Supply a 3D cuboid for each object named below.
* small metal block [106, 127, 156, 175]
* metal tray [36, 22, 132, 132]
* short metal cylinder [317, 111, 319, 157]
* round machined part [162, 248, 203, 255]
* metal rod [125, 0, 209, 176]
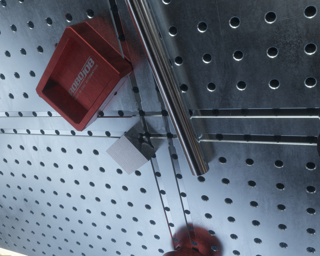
[{"bbox_3d":[-0.043,0.034,0.453,0.050,0.025,0.050,47,129,-5],"label":"small metal block"},{"bbox_3d":[-0.108,-0.065,0.422,0.090,0.030,0.129,43,129,-3],"label":"metal tray"},{"bbox_3d":[0.195,0.005,0.295,0.080,0.050,0.079,13,124,20],"label":"short metal cylinder"},{"bbox_3d":[0.047,0.243,0.525,0.098,0.042,0.097,13,124,20],"label":"round machined part"},{"bbox_3d":[0.002,-0.072,0.364,0.025,0.025,0.299,-9,114,31],"label":"metal rod"}]
